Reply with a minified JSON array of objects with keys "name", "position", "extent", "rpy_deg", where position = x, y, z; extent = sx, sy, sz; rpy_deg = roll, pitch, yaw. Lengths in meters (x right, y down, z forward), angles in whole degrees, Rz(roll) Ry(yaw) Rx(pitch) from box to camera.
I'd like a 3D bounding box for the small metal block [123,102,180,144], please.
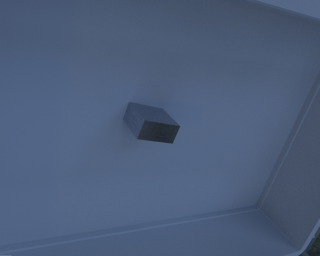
[{"name":"small metal block","position":[-0.011,-0.007,0.384],"extent":[0.050,0.050,0.025],"rpy_deg":[9,114,-33]}]
